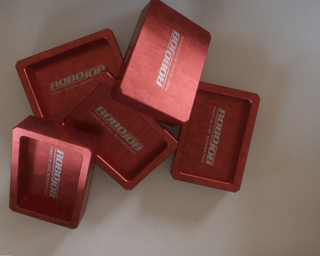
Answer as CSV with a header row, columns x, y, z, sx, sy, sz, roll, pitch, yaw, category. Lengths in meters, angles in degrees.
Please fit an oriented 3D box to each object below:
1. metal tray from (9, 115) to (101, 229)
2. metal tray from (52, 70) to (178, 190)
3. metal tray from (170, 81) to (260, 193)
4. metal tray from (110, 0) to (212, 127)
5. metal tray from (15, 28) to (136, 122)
x,y,z,sx,sy,sz,roll,pitch,yaw,category
-0.130,0.057,0.376,0.090,0.030,0.129,17,118,-1,metal tray
-0.053,0.004,0.385,0.090,0.030,0.130,-43,105,6,metal tray
0.071,0.011,0.408,0.091,0.030,0.129,13,90,-1,metal tray
0.005,-0.077,0.373,0.090,0.030,0.130,25,70,-23,metal tray
-0.108,-0.064,0.406,0.131,0.030,0.090,-21,90,-1,metal tray
